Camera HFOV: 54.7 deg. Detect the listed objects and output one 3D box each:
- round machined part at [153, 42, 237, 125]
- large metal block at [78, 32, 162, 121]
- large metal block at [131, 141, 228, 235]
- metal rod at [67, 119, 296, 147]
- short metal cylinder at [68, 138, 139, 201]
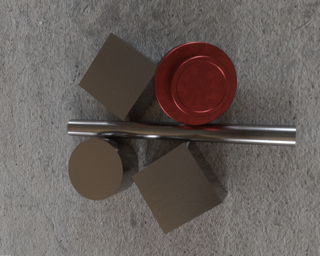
[{"bbox_3d":[0.043,-0.050,0.360,0.099,0.042,0.097,-2,105,-8],"label":"round machined part"},{"bbox_3d":[-0.045,-0.065,0.409,0.080,0.050,0.080,38,102,15],"label":"large metal block"},{"bbox_3d":[0.025,0.072,0.387,0.080,0.050,0.080,-35,79,16],"label":"large metal block"},{"bbox_3d":[0.013,0.004,0.406,0.301,0.025,0.025,2,91,19],"label":"metal rod"},{"bbox_3d":[-0.076,0.054,0.422,0.080,0.050,0.079,0,90,19],"label":"short metal cylinder"}]
